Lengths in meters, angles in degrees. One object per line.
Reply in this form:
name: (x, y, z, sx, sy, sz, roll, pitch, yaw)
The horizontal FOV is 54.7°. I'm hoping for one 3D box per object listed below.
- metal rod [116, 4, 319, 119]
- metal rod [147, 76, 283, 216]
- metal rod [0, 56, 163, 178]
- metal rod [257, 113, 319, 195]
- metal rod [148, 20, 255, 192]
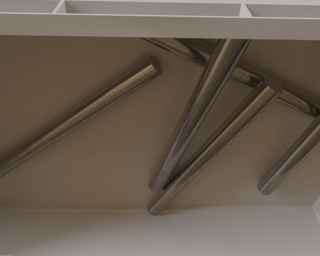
metal rod: (0.096, -0.062, 0.357, 0.302, 0.025, 0.025, 21, 127, -17)
metal rod: (0.056, 0.045, 0.430, 0.025, 0.025, 0.298, 21, 132, -17)
metal rod: (-0.125, -0.002, 0.404, 0.300, 0.025, 0.025, -29, 125, 22)
metal rod: (0.196, 0.003, 0.382, 0.025, 0.025, 0.298, 8, 139, -8)
metal rod: (0.030, 0.004, 0.369, 0.025, 0.025, 0.298, 11, 143, -10)
